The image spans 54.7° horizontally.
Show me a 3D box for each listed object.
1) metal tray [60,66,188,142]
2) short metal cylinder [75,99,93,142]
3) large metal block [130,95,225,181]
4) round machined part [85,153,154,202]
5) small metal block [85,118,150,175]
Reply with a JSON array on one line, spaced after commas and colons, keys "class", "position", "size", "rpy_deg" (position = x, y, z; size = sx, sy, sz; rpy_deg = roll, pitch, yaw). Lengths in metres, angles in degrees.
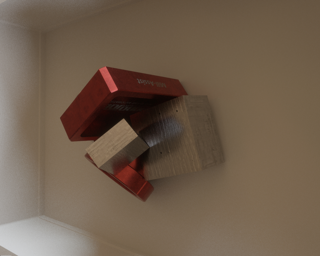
[{"class": "metal tray", "position": [-0.037, -0.024, 0.364], "size": [0.090, 0.131, 0.030], "rpy_deg": [-42, 66, 31]}, {"class": "short metal cylinder", "position": [-0.075, -0.016, 0.428], "size": [0.050, 0.081, 0.079], "rpy_deg": [28, 108, 36]}, {"class": "large metal block", "position": [0.019, 0.012, 0.362], "size": [0.080, 0.050, 0.080], "rpy_deg": [-18, 83, 38]}, {"class": "round machined part", "position": [-0.046, 0.050, 0.405], "size": [0.098, 0.098, 0.042], "rpy_deg": [26, 71, 36]}, {"class": "small metal block", "position": [-0.044, 0.022, 0.334], "size": [0.050, 0.050, 0.025], "rpy_deg": [-39, 70, -2]}]
